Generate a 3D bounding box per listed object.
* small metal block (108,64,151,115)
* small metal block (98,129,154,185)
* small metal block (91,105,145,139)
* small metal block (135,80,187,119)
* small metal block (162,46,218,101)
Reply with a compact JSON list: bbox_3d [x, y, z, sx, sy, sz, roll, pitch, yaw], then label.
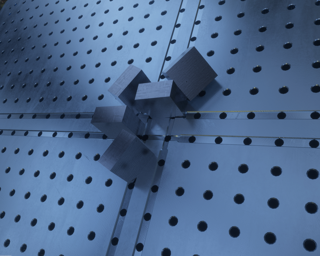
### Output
[{"bbox_3d":[-0.039,-0.055,0.447,0.025,0.050,0.050,34,81,38],"label":"small metal block"},{"bbox_3d":[-0.042,0.037,0.392,0.025,0.050,0.050,29,78,37],"label":"small metal block"},{"bbox_3d":[-0.057,-0.006,0.428,0.050,0.050,0.025,-1,62,28],"label":"small metal block"},{"bbox_3d":[0.003,-0.037,0.415,0.050,0.050,0.025,-3,61,27],"label":"small metal block"},{"bbox_3d":[0.039,-0.072,0.413,0.050,0.050,0.025,-44,16,-2],"label":"small metal block"}]
